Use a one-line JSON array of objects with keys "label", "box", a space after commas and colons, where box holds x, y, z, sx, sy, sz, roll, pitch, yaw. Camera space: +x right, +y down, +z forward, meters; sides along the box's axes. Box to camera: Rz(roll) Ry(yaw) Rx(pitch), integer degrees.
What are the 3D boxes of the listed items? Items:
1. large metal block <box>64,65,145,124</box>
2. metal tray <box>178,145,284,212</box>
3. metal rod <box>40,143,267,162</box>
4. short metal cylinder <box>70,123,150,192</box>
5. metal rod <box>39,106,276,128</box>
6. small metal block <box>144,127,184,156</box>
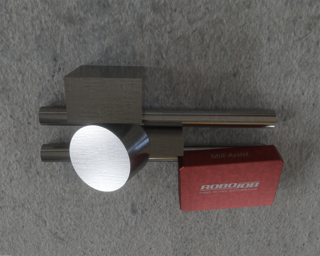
[{"label": "large metal block", "box": [-0.060, -0.042, 0.366, 0.081, 0.080, 0.050, 1, 110, -1]}, {"label": "metal tray", "box": [0.091, 0.070, 0.420, 0.131, 0.030, 0.089, -4, 128, -1]}, {"label": "metal rod", "box": [-0.007, 0.034, 0.424, 0.302, 0.025, 0.025, 0, 110, -1]}, {"label": "short metal cylinder", "box": [-0.059, 0.028, 0.369, 0.080, 0.050, 0.079, 8, 110, 22]}, {"label": "metal rod", "box": [-0.002, -0.014, 0.406, 0.302, 0.025, 0.025, 1, 110, -1]}, {"label": "small metal block", "box": [0.004, 0.014, 0.402, 0.050, 0.050, 0.025, 1, 110, -1]}]
